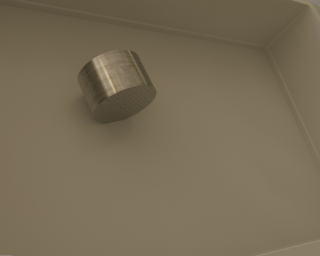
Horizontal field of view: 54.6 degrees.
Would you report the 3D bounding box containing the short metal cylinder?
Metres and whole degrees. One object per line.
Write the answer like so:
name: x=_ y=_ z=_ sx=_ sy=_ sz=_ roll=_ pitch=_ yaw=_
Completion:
short metal cylinder: x=-0.051 y=-0.048 z=0.372 sx=0.081 sy=0.080 sz=0.050 roll=-15 pitch=69 yaw=-34
